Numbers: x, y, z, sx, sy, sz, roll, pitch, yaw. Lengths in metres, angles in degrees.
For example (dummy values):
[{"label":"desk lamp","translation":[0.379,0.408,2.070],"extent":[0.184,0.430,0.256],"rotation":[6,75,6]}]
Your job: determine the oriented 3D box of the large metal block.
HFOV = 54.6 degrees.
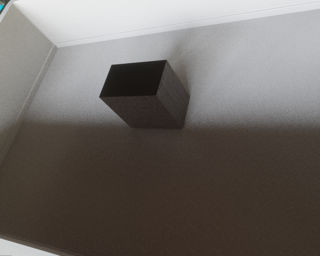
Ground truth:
[{"label":"large metal block","translation":[-0.017,-0.040,0.402],"extent":[0.080,0.080,0.050],"rotation":[1,63,28]}]
